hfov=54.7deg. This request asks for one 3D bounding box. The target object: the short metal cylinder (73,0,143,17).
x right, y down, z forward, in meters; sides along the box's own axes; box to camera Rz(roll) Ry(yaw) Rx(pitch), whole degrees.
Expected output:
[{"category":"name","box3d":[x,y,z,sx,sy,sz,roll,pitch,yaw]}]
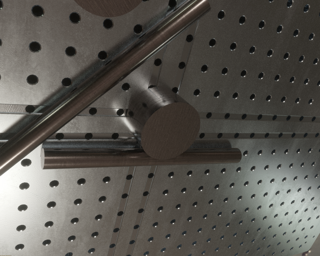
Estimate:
[{"category":"short metal cylinder","box3d":[-0.053,-0.146,0.277,0.081,0.050,0.079,-14,125,-21]}]

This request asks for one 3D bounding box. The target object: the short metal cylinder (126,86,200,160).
[{"category":"short metal cylinder","box3d":[0.004,-0.007,0.395,0.081,0.050,0.079,-14,124,-21]}]

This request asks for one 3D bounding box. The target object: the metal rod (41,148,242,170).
[{"category":"metal rod","box3d":[-0.005,0.040,0.434,0.303,0.025,0.025,2,117,-30]}]

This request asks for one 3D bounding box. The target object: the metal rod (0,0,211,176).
[{"category":"metal rod","box3d":[-0.068,-0.049,0.344,0.301,0.025,0.025,-39,130,-2]}]
